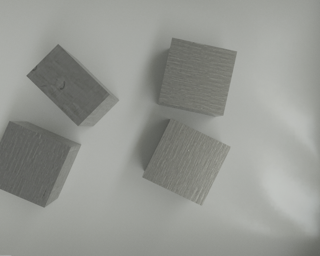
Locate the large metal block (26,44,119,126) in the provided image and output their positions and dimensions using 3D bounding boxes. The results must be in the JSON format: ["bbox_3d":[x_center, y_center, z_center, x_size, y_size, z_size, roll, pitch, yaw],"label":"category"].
[{"bbox_3d":[-0.102,-0.048,0.383,0.080,0.080,0.050,45,90,0],"label":"large metal block"}]

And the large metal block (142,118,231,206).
[{"bbox_3d":[0.032,0.041,0.399,0.080,0.050,0.080,26,90,0],"label":"large metal block"}]

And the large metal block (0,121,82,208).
[{"bbox_3d":[-0.160,0.044,0.398,0.080,0.050,0.080,23,90,0],"label":"large metal block"}]

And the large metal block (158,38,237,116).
[{"bbox_3d":[0.046,-0.062,0.399,0.080,0.050,0.080,12,90,0],"label":"large metal block"}]
